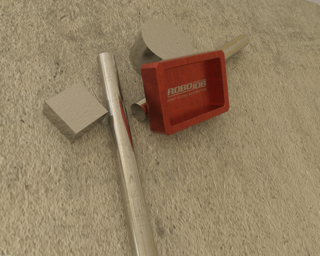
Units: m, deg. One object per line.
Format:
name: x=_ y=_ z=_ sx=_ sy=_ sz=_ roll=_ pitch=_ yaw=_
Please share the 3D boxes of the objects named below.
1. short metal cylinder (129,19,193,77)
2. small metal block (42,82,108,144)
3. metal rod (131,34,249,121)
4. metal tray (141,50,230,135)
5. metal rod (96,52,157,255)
short metal cylinder: x=0.001 y=-0.112 z=0.457 sx=0.081 sy=0.050 sz=0.080 roll=14 pitch=56 yaw=-21
small metal block: x=-0.099 y=-0.019 z=0.362 sx=0.050 sy=0.025 sz=0.050 roll=46 pitch=51 yaw=3
metal rod: x=0.064 y=-0.093 z=0.495 sx=0.025 sy=0.025 sz=0.302 roll=48 pitch=51 yaw=5
metal tray: x=0.040 y=-0.052 z=0.419 sx=0.131 sy=0.030 sz=0.089 roll=-21 pitch=109 yaw=-38
metal rod: x=-0.040 y=0.037 z=0.359 sx=0.025 sy=0.025 sz=0.299 roll=0 pitch=62 yaw=-28
